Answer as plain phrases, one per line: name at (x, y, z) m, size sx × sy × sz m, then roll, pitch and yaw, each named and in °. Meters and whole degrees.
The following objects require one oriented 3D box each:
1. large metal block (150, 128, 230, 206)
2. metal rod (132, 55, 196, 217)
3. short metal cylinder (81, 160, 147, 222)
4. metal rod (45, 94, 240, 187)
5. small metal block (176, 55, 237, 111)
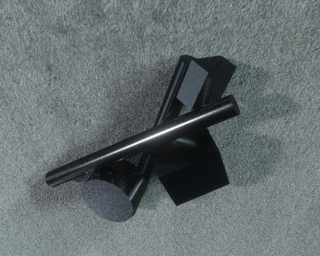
large metal block at (0.041, 0.052, 0.418) m, size 0.080 × 0.050 × 0.080 m, roll -23°, pitch 137°, yaw 3°
metal rod at (-0.010, 0.034, 0.436) m, size 0.025 × 0.025 × 0.298 m, roll 13°, pitch 129°, yaw -11°
short metal cylinder at (-0.066, 0.090, 0.452) m, size 0.080 × 0.050 × 0.079 m, roll 11°, pitch 125°, yaw 17°
metal rod at (-0.041, 0.026, 0.408) m, size 0.300 × 0.025 × 0.025 m, roll -23°, pitch 127°, yaw 26°
small metal block at (0.052, -0.051, 0.349) m, size 0.050 × 0.025 × 0.050 m, roll -18°, pitch 143°, yaw -40°
